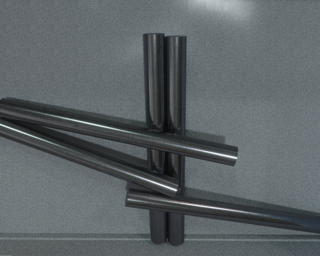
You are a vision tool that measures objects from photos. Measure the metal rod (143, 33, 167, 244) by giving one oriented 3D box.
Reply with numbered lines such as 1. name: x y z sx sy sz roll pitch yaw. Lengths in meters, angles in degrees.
1. metal rod: -0.004 0.028 0.418 0.025 0.025 0.298 -1 110 0

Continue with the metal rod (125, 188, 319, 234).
1. metal rod: 0.102 0.119 0.437 0.302 0.025 0.025 11 110 -11

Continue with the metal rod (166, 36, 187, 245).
1. metal rod: 0.022 0.030 0.420 0.025 0.025 0.298 -1 110 0

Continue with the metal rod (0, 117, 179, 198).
1. metal rod: -0.120 0.029 0.405 0.302 0.025 0.025 20 109 -2

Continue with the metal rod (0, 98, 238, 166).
1. metal rod: -0.054 0.005 0.390 0.302 0.025 0.025 12 110 3
